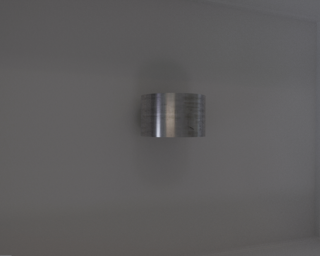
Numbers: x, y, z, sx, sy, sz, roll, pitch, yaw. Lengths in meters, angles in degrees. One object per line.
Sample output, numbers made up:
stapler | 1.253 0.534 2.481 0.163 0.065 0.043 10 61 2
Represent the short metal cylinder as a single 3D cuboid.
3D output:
short metal cylinder | 0.016 -0.015 0.387 0.081 0.080 0.050 0 90 -20
